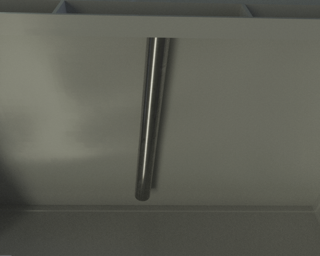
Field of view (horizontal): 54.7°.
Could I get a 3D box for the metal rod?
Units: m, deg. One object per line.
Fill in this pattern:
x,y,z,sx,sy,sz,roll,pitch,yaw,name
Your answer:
-0.014,-0.005,0.404,0.025,0.025,0.298,4,130,-4,metal rod
